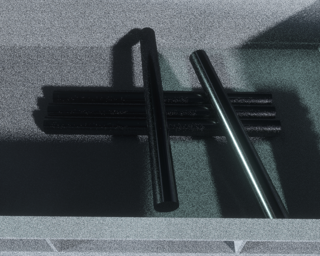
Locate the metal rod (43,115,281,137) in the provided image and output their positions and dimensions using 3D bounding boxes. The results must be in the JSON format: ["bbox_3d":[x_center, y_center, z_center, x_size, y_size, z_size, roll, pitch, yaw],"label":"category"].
[{"bbox_3d":[0.003,-0.002,0.405,0.302,0.025,0.025,1,50,0],"label":"metal rod"}]

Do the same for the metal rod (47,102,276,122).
[{"bbox_3d":[0.002,-0.021,0.421,0.302,0.025,0.025,1,50,0],"label":"metal rod"}]

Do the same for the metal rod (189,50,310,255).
[{"bbox_3d":[0.094,0.019,0.363,0.025,0.025,0.299,-12,58,-10],"label":"metal rod"}]

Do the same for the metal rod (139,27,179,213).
[{"bbox_3d":[-0.007,-0.036,0.401,0.025,0.025,0.300,-4,50,-4],"label":"metal rod"}]

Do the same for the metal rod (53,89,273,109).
[{"bbox_3d":[0.004,-0.040,0.437,0.302,0.025,0.025,1,50,0],"label":"metal rod"}]
